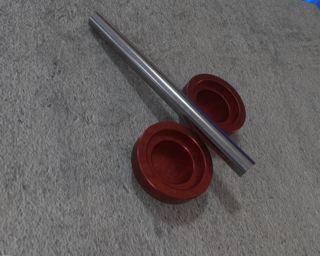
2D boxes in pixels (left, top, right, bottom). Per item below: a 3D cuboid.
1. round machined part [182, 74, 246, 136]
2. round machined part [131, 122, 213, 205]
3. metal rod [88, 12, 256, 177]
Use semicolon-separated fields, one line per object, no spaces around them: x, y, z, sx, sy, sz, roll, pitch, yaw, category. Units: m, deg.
0.072;-0.027;0.450;0.099;0.042;0.098;14;56;-21;round machined part
0.011;0.045;0.373;0.099;0.042;0.098;14;56;-21;round machined part
0.005;-0.054;0.408;0.025;0.025;0.300;-30;69;-38;metal rod
